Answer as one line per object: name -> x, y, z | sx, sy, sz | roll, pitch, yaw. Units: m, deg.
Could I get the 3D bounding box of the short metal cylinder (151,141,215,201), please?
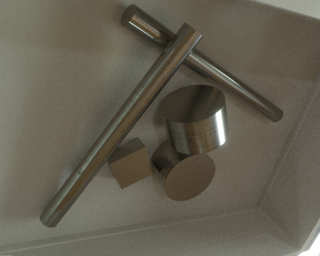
short metal cylinder -> 0.032, 0.058, 0.448 | 0.081, 0.050, 0.079 | -14, 125, -21

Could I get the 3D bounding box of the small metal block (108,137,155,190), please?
small metal block -> -0.040, 0.048, 0.418 | 0.050, 0.025, 0.050 | -26, 128, -13

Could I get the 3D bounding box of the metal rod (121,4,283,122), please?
metal rod -> 0.077, -0.069, 0.410 | 0.302, 0.025, 0.025 | 23, 106, -37

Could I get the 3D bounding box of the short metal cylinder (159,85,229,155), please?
short metal cylinder -> 0.044, -0.012, 0.391 | 0.080, 0.080, 0.050 | -26, 128, -13

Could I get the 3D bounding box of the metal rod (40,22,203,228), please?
metal rod -> -0.055, 0.008, 0.366 | 0.025, 0.025, 0.299 | 27, 109, -38
